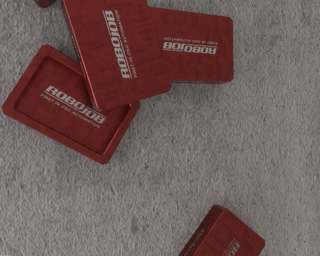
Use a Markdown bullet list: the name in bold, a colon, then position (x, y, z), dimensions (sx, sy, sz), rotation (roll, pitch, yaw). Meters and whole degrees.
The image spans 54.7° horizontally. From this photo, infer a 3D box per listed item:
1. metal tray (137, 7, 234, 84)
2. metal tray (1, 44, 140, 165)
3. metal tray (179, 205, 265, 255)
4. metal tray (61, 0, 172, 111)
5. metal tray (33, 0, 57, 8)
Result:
- **metal tray**: position (0.035, -0.108, 0.419), dimensions (0.131, 0.030, 0.089), rotation (-1, 90, -20)
- **metal tray**: position (-0.101, -0.025, 0.368), dimensions (0.131, 0.030, 0.090), rotation (31, 80, -18)
- **metal tray**: position (0.079, 0.187, 0.436), dimensions (0.090, 0.030, 0.130), rotation (42, 77, -15)
- **metal tray**: position (-0.049, -0.092, 0.356), dimensions (0.091, 0.030, 0.129), rotation (-19, 96, -19)
- **metal tray**: position (-0.118, -0.216, 0.362), dimensions (0.130, 0.030, 0.090), rotation (-44, 104, -15)
